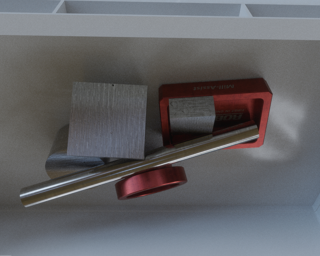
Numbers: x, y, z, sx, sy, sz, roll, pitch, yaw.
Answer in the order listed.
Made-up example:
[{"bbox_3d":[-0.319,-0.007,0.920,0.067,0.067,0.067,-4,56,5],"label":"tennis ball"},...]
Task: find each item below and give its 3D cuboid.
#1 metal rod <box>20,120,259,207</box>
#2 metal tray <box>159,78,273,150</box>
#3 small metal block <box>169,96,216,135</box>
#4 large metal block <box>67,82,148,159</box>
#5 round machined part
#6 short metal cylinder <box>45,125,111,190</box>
[{"bbox_3d":[-0.024,0.044,0.390,0.302,0.025,0.025,-16,129,-1],"label":"metal rod"},{"bbox_3d":[0.067,-0.014,0.392,0.131,0.030,0.089,-4,130,2],"label":"metal tray"},{"bbox_3d":[0.037,-0.014,0.368,0.050,0.025,0.050,-3,156,3],"label":"small metal block"},{"bbox_3d":[-0.056,-0.006,0.355,0.081,0.080,0.050,3,172,-2],"label":"large metal block"},{"bbox_3d":[-0.015,0.067,0.432,0.099,0.042,0.098,-14,164,-4],"label":"round machined part"},{"bbox_3d":[-0.108,0.040,0.422,0.081,0.050,0.079,0,130,0],"label":"short metal cylinder"}]
